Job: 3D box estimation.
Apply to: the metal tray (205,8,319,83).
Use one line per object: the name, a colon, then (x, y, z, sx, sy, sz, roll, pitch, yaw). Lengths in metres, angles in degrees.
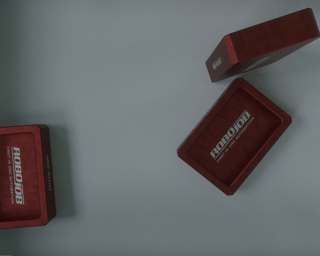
metal tray: (0.109, -0.089, 0.359, 0.090, 0.130, 0.030, -18, 90, 0)

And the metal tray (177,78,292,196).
metal tray: (0.096, 0.011, 0.409, 0.090, 0.030, 0.130, 39, 90, 0)

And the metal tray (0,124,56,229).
metal tray: (-0.191, 0.063, 0.407, 0.091, 0.030, 0.129, -5, 90, 0)
